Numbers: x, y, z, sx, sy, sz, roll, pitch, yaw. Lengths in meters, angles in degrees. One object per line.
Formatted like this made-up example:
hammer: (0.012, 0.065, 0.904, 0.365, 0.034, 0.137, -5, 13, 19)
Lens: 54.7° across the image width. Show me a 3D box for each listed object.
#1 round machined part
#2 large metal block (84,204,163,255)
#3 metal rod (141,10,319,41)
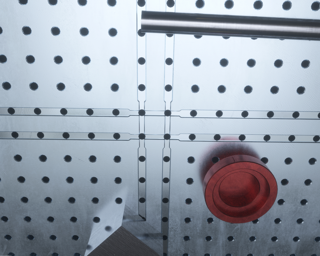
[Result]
round machined part: (0.109, 0.081, 0.436, 0.099, 0.042, 0.097, 0, 110, -1)
large metal block: (-0.052, 0.177, 0.465, 0.080, 0.050, 0.080, 43, 104, -15)
metal rod: (0.129, -0.120, 0.370, 0.302, 0.025, 0.025, 2, 110, -2)
